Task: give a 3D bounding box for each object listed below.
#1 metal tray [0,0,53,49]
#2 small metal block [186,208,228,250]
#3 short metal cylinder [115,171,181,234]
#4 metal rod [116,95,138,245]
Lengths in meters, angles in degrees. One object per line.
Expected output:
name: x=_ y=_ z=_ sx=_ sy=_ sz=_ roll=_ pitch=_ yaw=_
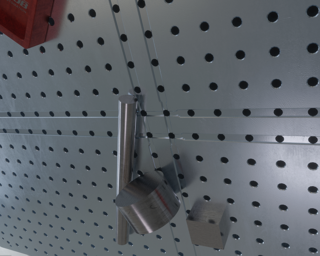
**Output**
metal tray: x=-0.206 y=-0.177 z=0.406 sx=0.130 sy=0.030 sz=0.089 roll=35 pitch=129 yaw=4
small metal block: x=0.072 y=0.152 z=0.468 sx=0.050 sy=0.025 sz=0.050 roll=0 pitch=119 yaw=28
short metal cylinder: x=-0.018 y=0.107 z=0.451 sx=0.080 sy=0.080 sz=0.050 roll=-20 pitch=108 yaw=35
metal rod: x=-0.056 y=0.084 z=0.492 sx=0.025 sy=0.025 sz=0.298 roll=19 pitch=126 yaw=17
